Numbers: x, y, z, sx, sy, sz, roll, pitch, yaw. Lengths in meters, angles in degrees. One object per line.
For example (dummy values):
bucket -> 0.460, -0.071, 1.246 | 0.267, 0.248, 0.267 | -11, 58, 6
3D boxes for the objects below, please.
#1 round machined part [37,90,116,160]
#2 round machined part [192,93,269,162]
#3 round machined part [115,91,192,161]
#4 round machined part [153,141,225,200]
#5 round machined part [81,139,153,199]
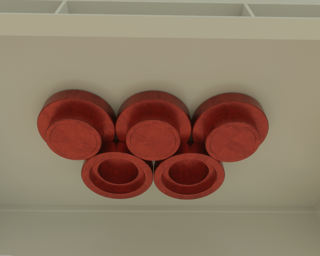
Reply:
round machined part -> -0.107, 0.003, 0.396 | 0.099, 0.042, 0.097 | -1, 129, -1
round machined part -> 0.091, 0.007, 0.401 | 0.099, 0.042, 0.097 | 0, 129, 0
round machined part -> -0.009, 0.004, 0.398 | 0.099, 0.042, 0.097 | 0, 129, 0
round machined part -> 0.040, 0.056, 0.444 | 0.099, 0.042, 0.097 | 0, 130, 0
round machined part -> -0.058, 0.055, 0.441 | 0.099, 0.042, 0.097 | 0, 130, 0
